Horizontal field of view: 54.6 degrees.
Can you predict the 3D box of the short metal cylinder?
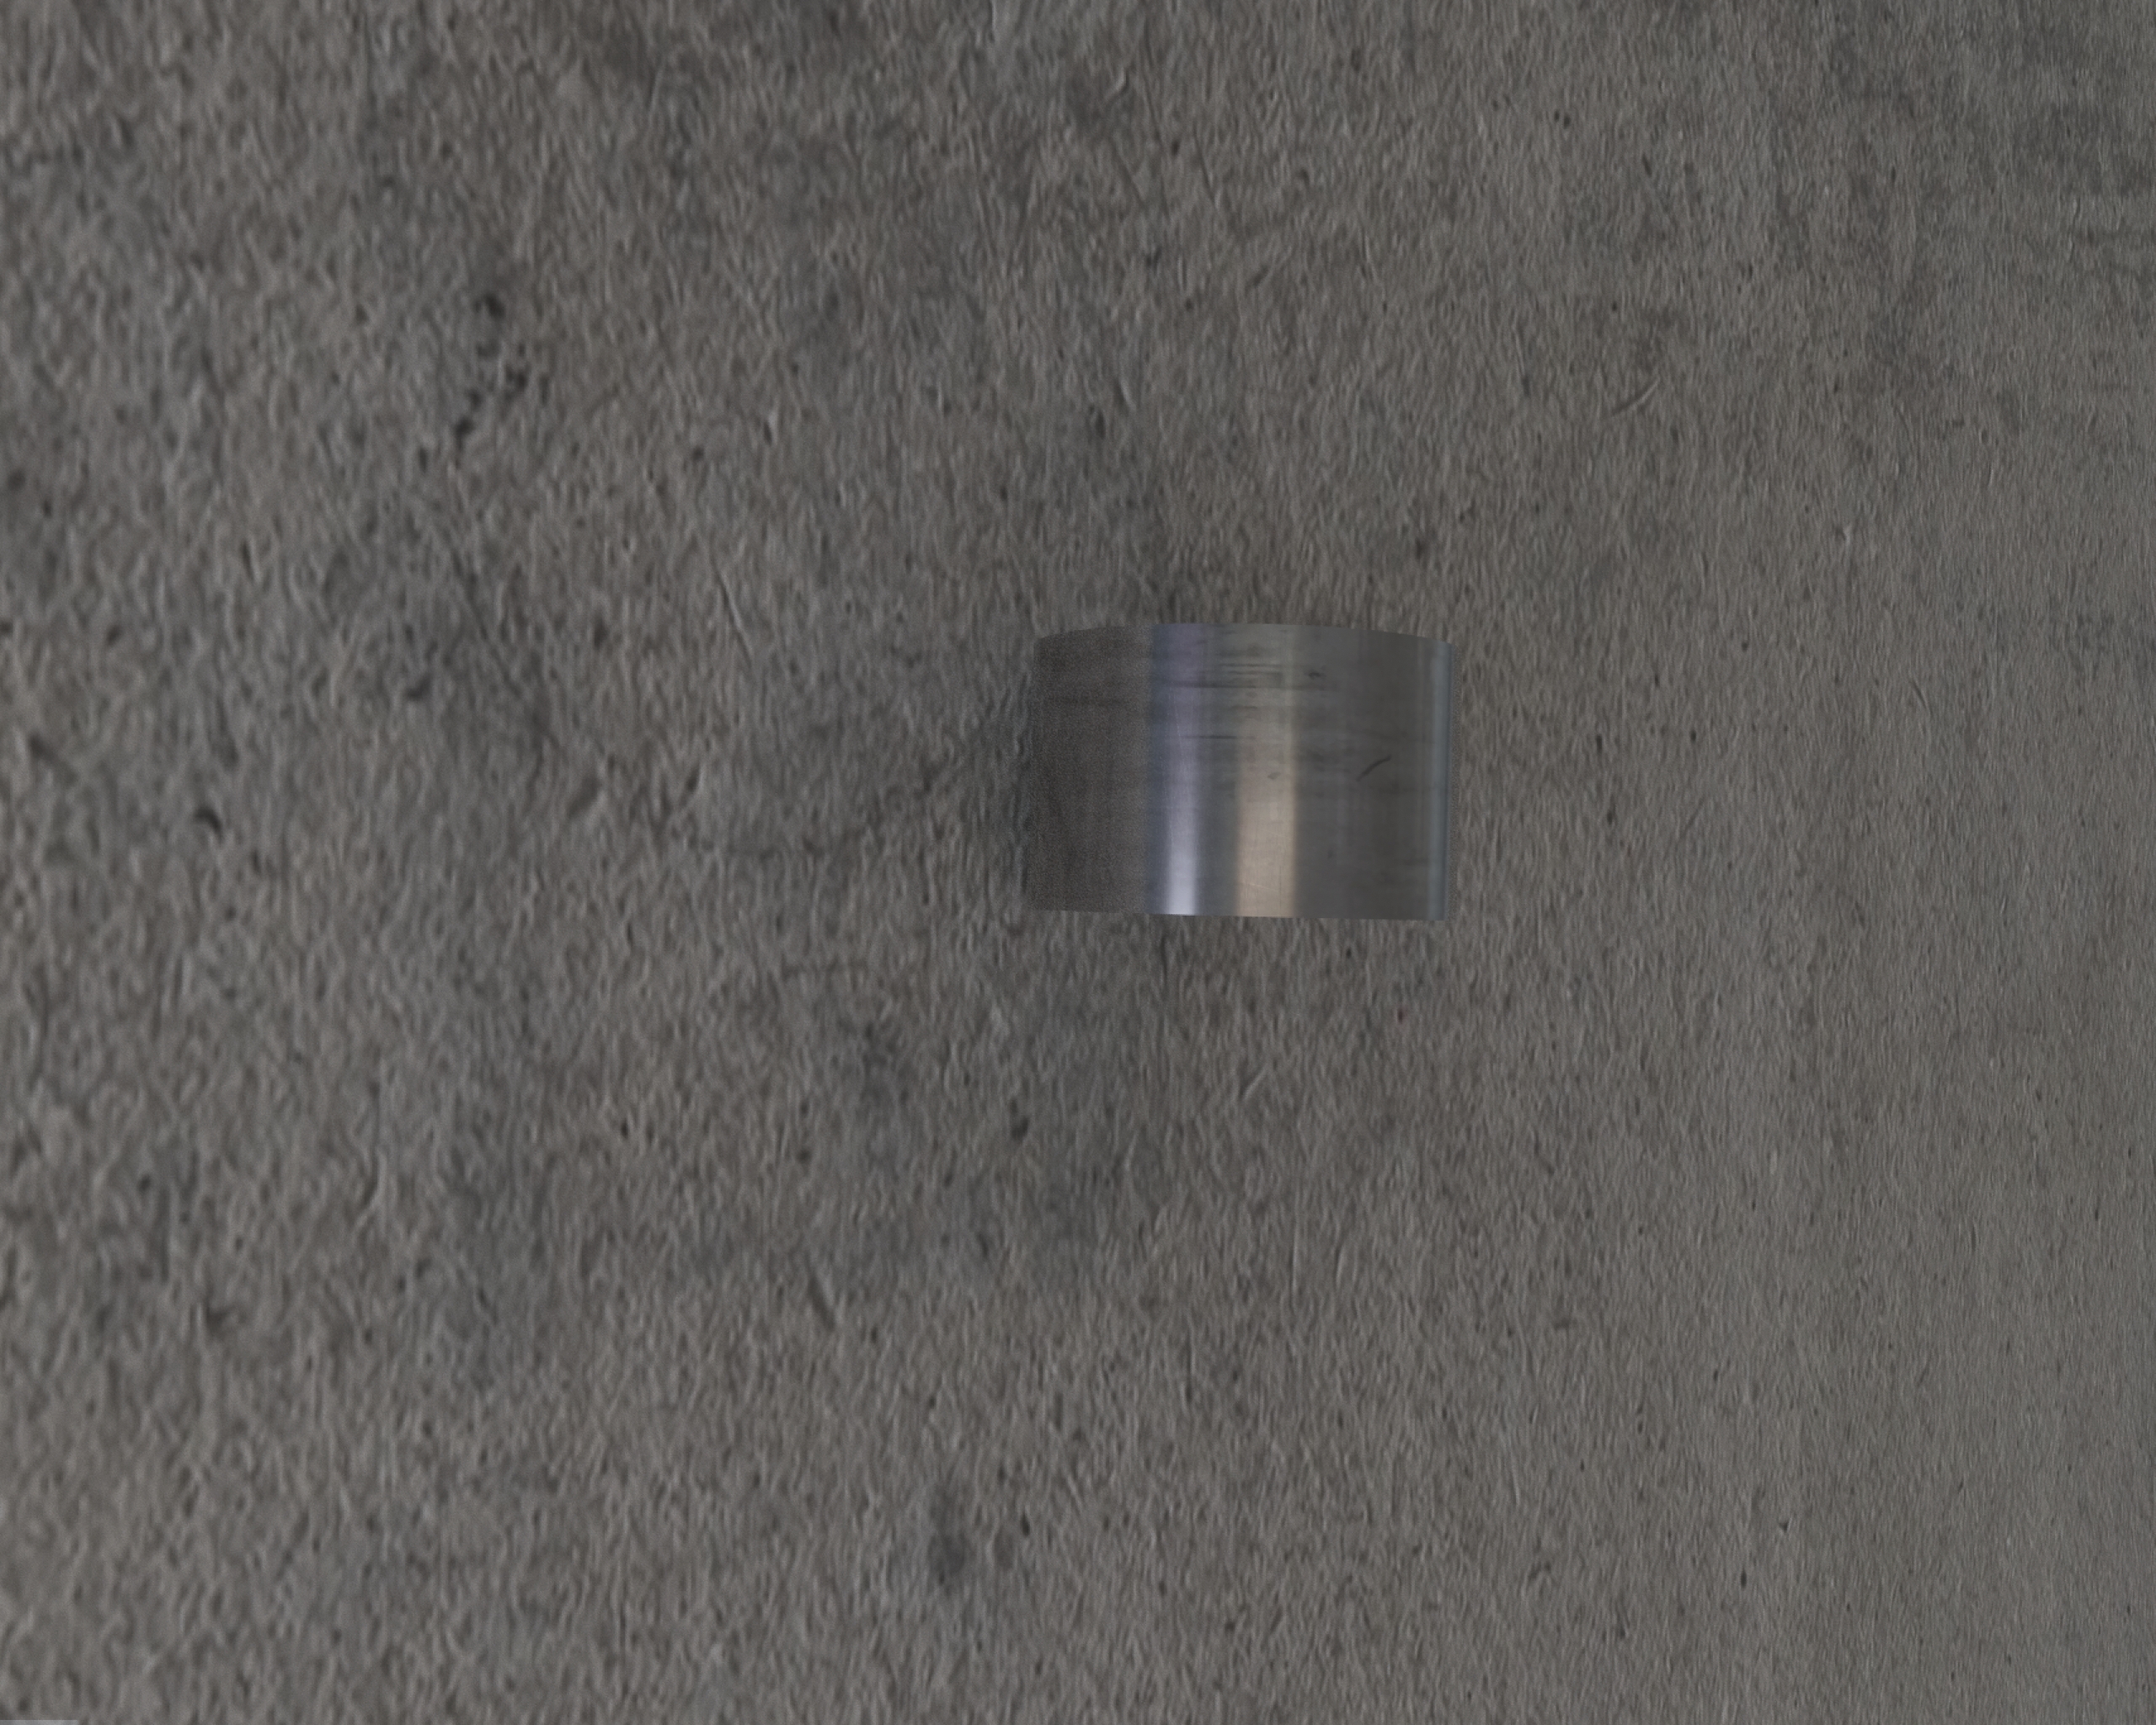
[{"bbox_3d":[0.031,-0.015,0.394,0.081,0.080,0.050,2,89,-40],"label":"short metal cylinder"}]
